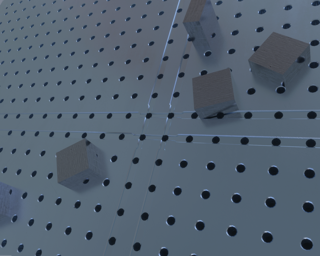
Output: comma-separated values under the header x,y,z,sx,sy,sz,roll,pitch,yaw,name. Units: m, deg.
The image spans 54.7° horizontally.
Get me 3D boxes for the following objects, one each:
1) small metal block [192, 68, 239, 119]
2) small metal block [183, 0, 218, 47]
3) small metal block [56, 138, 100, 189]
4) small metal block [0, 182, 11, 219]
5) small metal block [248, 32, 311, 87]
x,y,z,sx,sy,sz,roll,pitch,yaw,name
0.071,-0.044,0.397,0.050,0.025,0.050,-13,56,20,small metal block
0.061,-0.156,0.455,0.025,0.050,0.050,6,65,30,small metal block
-0.117,0.050,0.437,0.050,0.025,0.050,-26,53,11,small metal block
-0.258,0.115,0.470,0.050,0.025,0.050,-23,53,13,small metal block
0.147,-0.086,0.383,0.050,0.025,0.050,-48,52,-6,small metal block
